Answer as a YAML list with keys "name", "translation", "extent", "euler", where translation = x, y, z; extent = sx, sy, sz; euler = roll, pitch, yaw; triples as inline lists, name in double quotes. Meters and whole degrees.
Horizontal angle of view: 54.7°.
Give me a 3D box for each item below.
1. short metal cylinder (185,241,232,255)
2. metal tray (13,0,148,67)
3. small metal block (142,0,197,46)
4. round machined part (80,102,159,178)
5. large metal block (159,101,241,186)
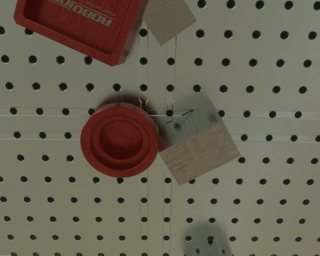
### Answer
- name: "short metal cylinder"
  translation: [0.080, 0.226, 0.484]
  extent: [0.081, 0.050, 0.079]
  euler: [0, 110, 0]
- name: "metal tray"
  translation: [-0.088, -0.135, 0.345]
  extent: [0.130, 0.030, 0.089]
  euler: [25, 109, 3]
- name: "small metal block"
  translation: [0.008, -0.133, 0.364]
  extent: [0.050, 0.025, 0.050]
  euler: [-33, 107, 11]
- name: "round machined part"
  translation: [-0.051, 0.013, 0.408]
  extent: [0.099, 0.042, 0.097]
  euler: [0, 110, 0]
- name: "large metal block"
  translation: [0.046, 0.016, 0.390]
  extent: [0.080, 0.080, 0.050]
  euler: [-28, 108, 9]
